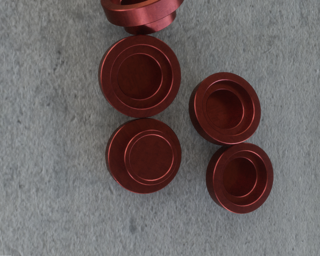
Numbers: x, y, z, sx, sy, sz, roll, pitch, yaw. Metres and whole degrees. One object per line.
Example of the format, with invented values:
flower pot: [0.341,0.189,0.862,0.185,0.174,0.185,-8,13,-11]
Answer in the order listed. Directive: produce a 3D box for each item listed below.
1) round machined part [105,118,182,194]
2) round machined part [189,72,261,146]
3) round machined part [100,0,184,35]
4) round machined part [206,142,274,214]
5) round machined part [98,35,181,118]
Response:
round machined part: [-0.017,0.036,0.395,0.099,0.042,0.097,0,90,-21]
round machined part: [0.085,-0.024,0.427,0.099,0.042,0.097,3,79,-17]
round machined part: [-0.018,-0.149,0.375,0.098,0.098,0.042,-38,138,-16]
round machined part: [0.108,0.068,0.442,0.099,0.042,0.097,0,90,-21]
round machined part: [-0.027,-0.064,0.384,0.099,0.042,0.097,-5,104,-19]
